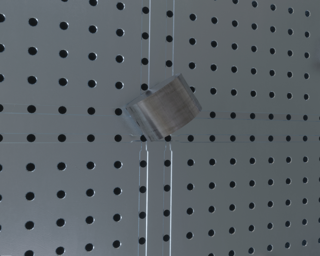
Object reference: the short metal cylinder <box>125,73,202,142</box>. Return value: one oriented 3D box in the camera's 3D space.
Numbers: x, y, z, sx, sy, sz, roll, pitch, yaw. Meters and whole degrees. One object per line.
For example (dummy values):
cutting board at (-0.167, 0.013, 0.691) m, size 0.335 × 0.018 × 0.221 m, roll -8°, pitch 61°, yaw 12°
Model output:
short metal cylinder at (0.005, -0.026, 0.385) m, size 0.080 × 0.080 × 0.050 m, roll -36°, pitch 102°, yaw -16°
